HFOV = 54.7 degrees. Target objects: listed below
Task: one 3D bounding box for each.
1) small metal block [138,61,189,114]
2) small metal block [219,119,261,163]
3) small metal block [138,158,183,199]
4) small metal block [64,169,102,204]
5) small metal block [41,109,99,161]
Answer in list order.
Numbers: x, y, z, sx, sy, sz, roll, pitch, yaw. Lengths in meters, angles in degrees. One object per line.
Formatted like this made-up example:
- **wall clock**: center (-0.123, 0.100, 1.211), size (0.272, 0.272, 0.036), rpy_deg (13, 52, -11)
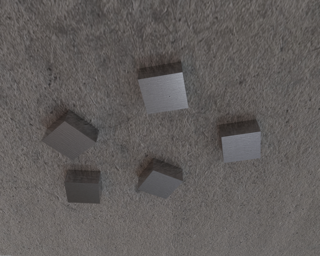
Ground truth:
- **small metal block**: center (0.005, -0.047, 0.367), size (0.050, 0.025, 0.050), rpy_deg (-9, 130, 7)
- **small metal block**: center (0.109, 0.019, 0.424), size (0.050, 0.025, 0.050), rpy_deg (-9, 130, 7)
- **small metal block**: center (0.000, 0.078, 0.474), size (0.050, 0.025, 0.050), rpy_deg (23, 126, -19)
- **small metal block**: center (-0.119, 0.092, 0.485), size (0.050, 0.025, 0.050), rpy_deg (3, 130, -3)
- **small metal block**: center (-0.119, 0.010, 0.415), size (0.050, 0.025, 0.050), rpy_deg (-35, 122, 26)
